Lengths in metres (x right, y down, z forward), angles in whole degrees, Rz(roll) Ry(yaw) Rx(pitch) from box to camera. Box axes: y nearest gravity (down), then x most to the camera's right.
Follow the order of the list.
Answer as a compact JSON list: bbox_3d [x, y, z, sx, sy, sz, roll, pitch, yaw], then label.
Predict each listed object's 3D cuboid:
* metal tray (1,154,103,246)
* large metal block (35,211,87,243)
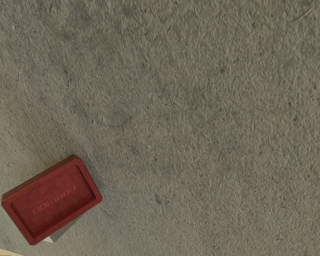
[{"bbox_3d":[-0.172,0.114,0.503,0.030,0.131,0.090,15,132,61],"label":"metal tray"},{"bbox_3d":[-0.193,0.145,0.558,0.050,0.080,0.080,-13,112,45],"label":"large metal block"}]
